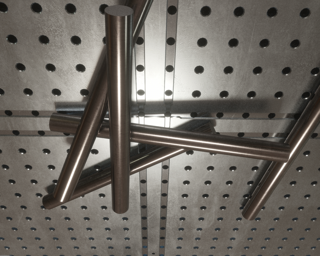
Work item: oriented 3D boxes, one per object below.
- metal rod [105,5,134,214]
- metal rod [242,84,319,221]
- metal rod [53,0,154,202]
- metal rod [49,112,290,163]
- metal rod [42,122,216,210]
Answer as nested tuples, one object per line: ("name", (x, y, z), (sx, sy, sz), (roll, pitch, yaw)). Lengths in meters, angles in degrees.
("metal rod", (-0.047, 0.008, 0.368), (0.025, 0.025, 0.298), (3, 132, -3))
("metal rod", (0.183, 0.040, 0.448), (0.025, 0.025, 0.298), (8, 130, -7))
("metal rod", (-0.072, -0.026, 0.357), (0.025, 0.025, 0.298), (19, 118, -16))
("metal rod", (0.010, 0.012, 0.397), (0.302, 0.025, 0.025), (8, 130, 2))
("metal rod", (-0.057, 0.063, 0.464), (0.300, 0.025, 0.025), (-25, 126, 19))
